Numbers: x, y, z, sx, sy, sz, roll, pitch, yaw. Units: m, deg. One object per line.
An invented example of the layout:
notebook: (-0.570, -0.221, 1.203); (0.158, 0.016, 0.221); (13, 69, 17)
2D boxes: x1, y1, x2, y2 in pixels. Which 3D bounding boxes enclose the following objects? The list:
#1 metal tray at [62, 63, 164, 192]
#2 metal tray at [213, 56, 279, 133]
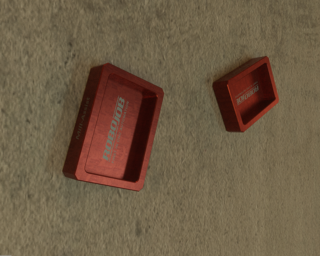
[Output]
metal tray: (-0.050, 0.002, 0.361); (0.091, 0.030, 0.129); (21, 77, -38)
metal tray: (0.151, -0.060, 0.530); (0.131, 0.030, 0.090); (-33, 111, -35)
